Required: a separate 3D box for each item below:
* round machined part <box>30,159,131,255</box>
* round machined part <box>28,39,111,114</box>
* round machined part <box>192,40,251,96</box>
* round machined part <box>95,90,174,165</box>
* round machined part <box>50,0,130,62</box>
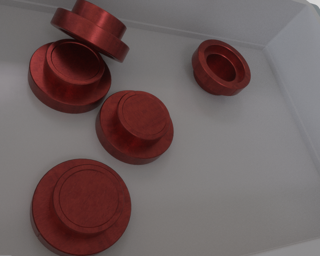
[{"bbox_3d":[-0.075,0.075,0.309,0.099,0.042,0.098,14,56,-21],"label":"round machined part"},{"bbox_3d":[-0.107,-0.070,0.380,0.099,0.042,0.098,14,56,-21],"label":"round machined part"},{"bbox_3d":[0.094,-0.092,0.501,0.099,0.042,0.098,14,56,-21],"label":"round machined part"},{"bbox_3d":[-0.026,-0.007,0.385,0.099,0.042,0.098,14,56,-21],"label":"round machined part"},{"bbox_3d":[-0.082,-0.124,0.389,0.098,0.098,0.042,27,94,-11],"label":"round machined part"}]
